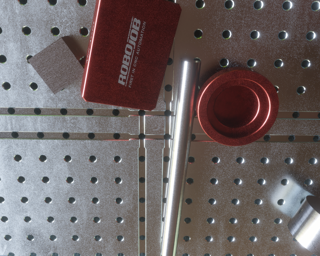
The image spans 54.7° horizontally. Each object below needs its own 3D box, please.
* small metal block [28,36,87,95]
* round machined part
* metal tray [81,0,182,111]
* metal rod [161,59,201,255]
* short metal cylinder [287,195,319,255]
[{"bbox_3d":[-0.123,-0.078,0.383,0.050,0.025,0.050,-31,108,10],"label":"small metal block"},{"bbox_3d":[0.095,-0.029,0.395,0.099,0.042,0.097,0,110,-1],"label":"round machined part"},{"bbox_3d":[-0.036,-0.090,0.364,0.091,0.030,0.129,8,111,-21],"label":"metal tray"},{"bbox_3d":[0.026,0.056,0.434,0.025,0.025,0.298,4,110,-2],"label":"metal rod"},{"bbox_3d":[0.232,0.141,0.440,0.080,0.080,0.050,23,108,-9],"label":"short metal cylinder"}]
